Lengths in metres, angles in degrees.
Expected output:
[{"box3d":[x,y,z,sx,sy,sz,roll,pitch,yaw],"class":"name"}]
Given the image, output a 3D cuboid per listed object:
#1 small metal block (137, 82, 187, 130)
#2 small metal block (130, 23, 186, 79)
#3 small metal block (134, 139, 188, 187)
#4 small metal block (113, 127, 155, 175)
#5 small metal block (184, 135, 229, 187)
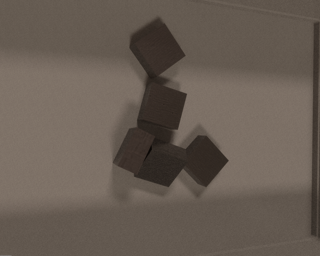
[{"box3d":[0.003,-0.028,0.413,0.050,0.025,0.050,16,85,-20],"class":"small metal block"},{"box3d":[-0.003,-0.101,0.410,0.050,0.025,0.050,-39,103,-16],"class":"small metal block"},{"box3d":[0.000,0.044,0.398,0.050,0.025,0.050,21,122,-20],"class":"small metal block"},{"box3d":[-0.034,0.028,0.385,0.025,0.050,0.050,27,81,-13],"class":"small metal block"},{"box3d":[0.059,0.046,0.434,0.050,0.025,0.050,-47,105,-14],"class":"small metal block"}]
